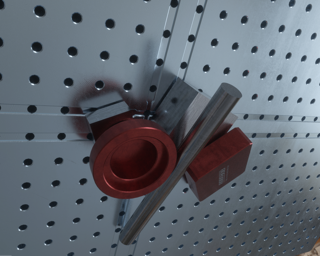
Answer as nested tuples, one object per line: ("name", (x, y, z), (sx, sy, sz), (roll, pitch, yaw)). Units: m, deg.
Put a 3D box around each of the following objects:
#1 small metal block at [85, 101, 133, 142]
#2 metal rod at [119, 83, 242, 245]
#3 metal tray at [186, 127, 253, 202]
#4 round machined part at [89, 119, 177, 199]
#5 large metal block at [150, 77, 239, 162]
("small metal block", (-0.058, 0.001, 0.377), (0.050, 0.025, 0.050), (-20, 126, -17))
("metal rod", (0.010, 0.067, 0.402), (0.025, 0.025, 0.298), (6, 131, -31))
("metal tray", (0.084, 0.058, 0.453), (0.090, 0.030, 0.130), (-33, 154, -6))
("round machined part", (-0.033, 0.032, 0.362), (0.099, 0.042, 0.097), (-12, 124, -18))
("large metal block", (0.041, -0.007, 0.409), (0.080, 0.050, 0.080), (25, 105, -37))
